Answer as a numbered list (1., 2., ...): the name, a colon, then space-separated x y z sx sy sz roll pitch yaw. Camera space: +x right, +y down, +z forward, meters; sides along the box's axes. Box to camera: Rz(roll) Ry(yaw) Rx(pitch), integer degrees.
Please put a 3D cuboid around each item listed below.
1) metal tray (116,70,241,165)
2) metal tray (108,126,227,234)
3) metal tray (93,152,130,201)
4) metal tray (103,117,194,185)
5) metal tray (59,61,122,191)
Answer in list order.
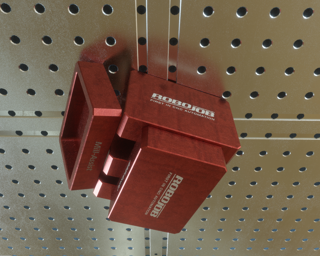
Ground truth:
1. metal tray: 0.021 -0.013 0.356 0.131 0.090 0.030 16 129 -13
2. metal tray: 0.003 0.064 0.343 0.091 0.030 0.129 16 128 -13
3. metal tray: -0.017 0.062 0.421 0.131 0.090 0.030 16 128 -14
4. metal tray: 0.000 0.029 0.392 0.131 0.090 0.030 15 127 -14
5. metal tray: -0.087 0.000 0.364 0.030 0.090 0.129 1 134 -30
